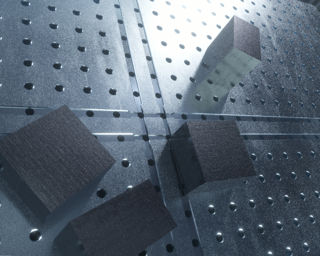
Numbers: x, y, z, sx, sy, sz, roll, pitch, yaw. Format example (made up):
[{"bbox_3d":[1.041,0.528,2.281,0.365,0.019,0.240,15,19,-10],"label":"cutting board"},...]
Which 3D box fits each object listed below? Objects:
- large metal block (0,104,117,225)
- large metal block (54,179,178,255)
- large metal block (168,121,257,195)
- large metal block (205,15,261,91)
[{"bbox_3d":[-0.107,0.035,0.314,0.080,0.050,0.080,48,51,5],"label":"large metal block"},{"bbox_3d":[-0.044,0.099,0.290,0.081,0.080,0.050,-23,75,-37],"label":"large metal block"},{"bbox_3d":[0.067,0.037,0.407,0.081,0.050,0.080,-1,63,-29],"label":"large metal block"},{"bbox_3d":[0.120,-0.123,0.515,0.050,0.080,0.080,22,54,-16],"label":"large metal block"}]
